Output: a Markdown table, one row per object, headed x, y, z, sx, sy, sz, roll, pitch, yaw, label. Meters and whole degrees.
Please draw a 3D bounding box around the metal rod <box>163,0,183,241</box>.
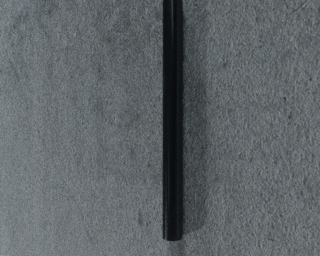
| x | y | z | sx | sy | sz | roll | pitch | yaw | label |
| --- | --- | --- | --- | --- | --- | --- | --- | --- | --- |
| 0.016 | -0.011 | 0.392 | 0.025 | 0.025 | 0.298 | 0 | 90 | 40 | metal rod |
